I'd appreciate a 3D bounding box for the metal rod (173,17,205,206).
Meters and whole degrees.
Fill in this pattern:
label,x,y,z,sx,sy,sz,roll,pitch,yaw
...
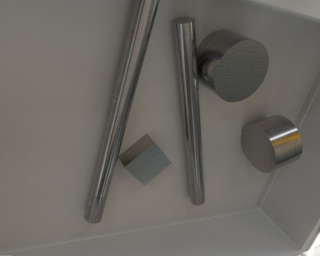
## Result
label,x,y,z,sx,sy,sz,roll,pitch,yaw
metal rod,0.045,-0.001,0.434,0.025,0.025,0.298,-21,127,-17

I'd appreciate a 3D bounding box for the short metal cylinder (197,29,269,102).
label,x,y,z,sx,sy,sz,roll,pitch,yaw
short metal cylinder,0.089,-0.079,0.394,0.081,0.050,0.079,-14,125,-21

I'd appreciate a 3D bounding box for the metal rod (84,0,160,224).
label,x,y,z,sx,sy,sz,roll,pitch,yaw
metal rod,-0.053,-0.005,0.377,0.025,0.025,0.298,3,117,-30

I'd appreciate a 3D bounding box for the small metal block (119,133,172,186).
label,x,y,z,sx,sy,sz,roll,pitch,yaw
small metal block,-0.020,0.044,0.427,0.050,0.025,0.050,-39,130,-2

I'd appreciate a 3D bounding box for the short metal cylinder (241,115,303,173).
label,x,y,z,sx,sy,sz,roll,pitch,yaw
short metal cylinder,0.173,0.024,0.485,0.050,0.080,0.079,-19,126,-18
